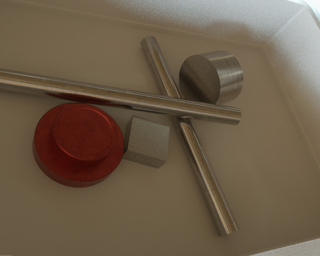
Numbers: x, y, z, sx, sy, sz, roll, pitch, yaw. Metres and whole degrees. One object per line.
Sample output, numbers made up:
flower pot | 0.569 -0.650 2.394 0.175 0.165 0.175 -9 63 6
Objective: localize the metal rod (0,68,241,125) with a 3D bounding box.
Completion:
metal rod | -0.037 -0.035 0.386 0.302 0.025 0.025 8 58 -17

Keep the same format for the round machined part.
round machined part | -0.086 0.012 0.342 0.099 0.042 0.098 14 56 -21

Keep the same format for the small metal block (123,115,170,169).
small metal block | -0.018 0.018 0.387 0.050 0.025 0.050 18 54 -18

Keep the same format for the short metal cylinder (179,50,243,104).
short metal cylinder | 0.074 -0.071 0.455 0.050 0.080 0.080 -20 73 -36

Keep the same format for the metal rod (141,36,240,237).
metal rod | 0.034 -0.003 0.427 0.025 0.025 0.299 -8 66 -32
